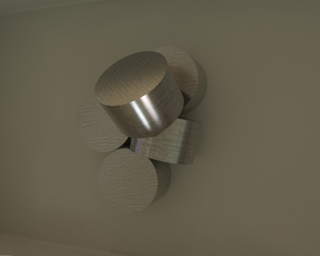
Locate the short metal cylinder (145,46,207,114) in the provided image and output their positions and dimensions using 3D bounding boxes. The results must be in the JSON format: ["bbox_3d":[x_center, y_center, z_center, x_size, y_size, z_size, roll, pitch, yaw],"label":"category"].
[{"bbox_3d":[0.014,-0.057,0.390,0.080,0.050,0.079,0,90,19],"label":"short metal cylinder"}]

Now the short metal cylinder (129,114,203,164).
[{"bbox_3d":[0.007,0.009,0.377,0.080,0.080,0.050,14,95,19],"label":"short metal cylinder"}]

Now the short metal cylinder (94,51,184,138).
[{"bbox_3d":[-0.021,-0.036,0.327,0.080,0.050,0.080,-15,45,16],"label":"short metal cylinder"}]

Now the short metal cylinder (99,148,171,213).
[{"bbox_3d":[-0.032,0.065,0.405,0.080,0.050,0.079,0,90,19],"label":"short metal cylinder"}]

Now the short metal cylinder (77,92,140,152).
[{"bbox_3d":[-0.063,-0.010,0.416,0.080,0.050,0.079,0,90,19],"label":"short metal cylinder"}]
